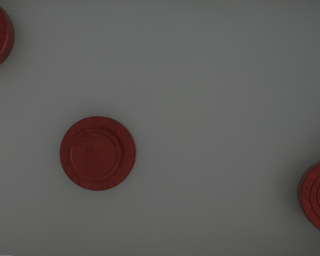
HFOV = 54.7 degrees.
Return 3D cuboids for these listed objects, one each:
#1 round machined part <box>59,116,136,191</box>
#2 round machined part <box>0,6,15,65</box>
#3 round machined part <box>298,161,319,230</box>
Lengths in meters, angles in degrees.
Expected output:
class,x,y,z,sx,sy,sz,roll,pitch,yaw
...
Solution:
class,x,y,z,sx,sy,sz,roll,pitch,yaw
round machined part,-0.082,0.033,0.402,0.099,0.042,0.097,0,90,0
round machined part,-0.237,-0.120,0.399,0.099,0.042,0.097,0,91,-3
round machined part,0.229,0.087,0.398,0.098,0.042,0.097,-1,86,12
